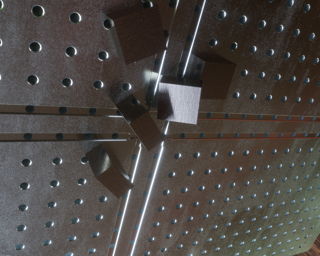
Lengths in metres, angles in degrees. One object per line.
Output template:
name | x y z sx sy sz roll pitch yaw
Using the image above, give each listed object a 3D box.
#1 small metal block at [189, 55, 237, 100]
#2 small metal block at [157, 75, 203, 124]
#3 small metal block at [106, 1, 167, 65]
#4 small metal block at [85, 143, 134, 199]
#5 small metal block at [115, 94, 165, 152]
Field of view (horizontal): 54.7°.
small metal block | 0.067 -0.066 0.409 0.050 0.025 0.050 -2 119 -28
small metal block | 0.025 -0.035 0.389 0.050 0.025 0.050 8 120 7
small metal block | -0.024 -0.103 0.335 0.050 0.025 0.050 -24 128 -14
small metal block | -0.064 0.054 0.395 0.025 0.050 0.050 -38 130 -3
small metal block | -0.024 -0.007 0.379 0.025 0.050 0.050 -35 129 -5
